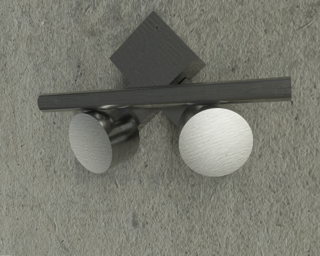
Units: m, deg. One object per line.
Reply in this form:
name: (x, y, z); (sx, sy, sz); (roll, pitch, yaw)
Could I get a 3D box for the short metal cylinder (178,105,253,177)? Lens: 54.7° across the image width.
short metal cylinder: (0.061, 0.009, 0.360); (0.080, 0.050, 0.079); (0, 108, 1)

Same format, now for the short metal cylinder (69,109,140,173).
short metal cylinder: (-0.074, 0.013, 0.407); (0.080, 0.050, 0.079); (15, 115, 34)

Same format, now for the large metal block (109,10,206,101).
large metal block: (-0.002, -0.085, 0.395); (0.080, 0.050, 0.080); (-44, 77, 14)

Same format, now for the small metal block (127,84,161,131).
small metal block: (-0.032, -0.029, 0.422); (0.050, 0.025, 0.050); (-45, 76, 13)

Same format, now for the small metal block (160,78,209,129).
small metal block: (0.036, -0.027, 0.397); (0.050, 0.025, 0.050); (-45, 76, 14)

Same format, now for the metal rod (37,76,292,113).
metal rod: (-0.011, -0.036, 0.359); (0.301, 0.025, 0.025); (-1, 90, 19)
